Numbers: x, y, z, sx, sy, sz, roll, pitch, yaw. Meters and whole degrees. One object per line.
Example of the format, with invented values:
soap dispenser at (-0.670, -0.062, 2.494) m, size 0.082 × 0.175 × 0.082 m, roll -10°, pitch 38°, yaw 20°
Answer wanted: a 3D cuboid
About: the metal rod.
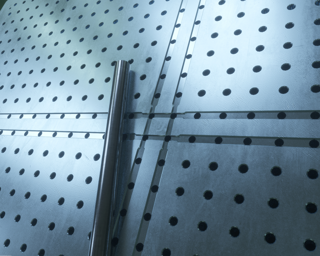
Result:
metal rod at (-0.065, 0.027, 0.427) m, size 0.025 × 0.025 × 0.300 m, roll -12°, pitch 57°, yaw 22°
